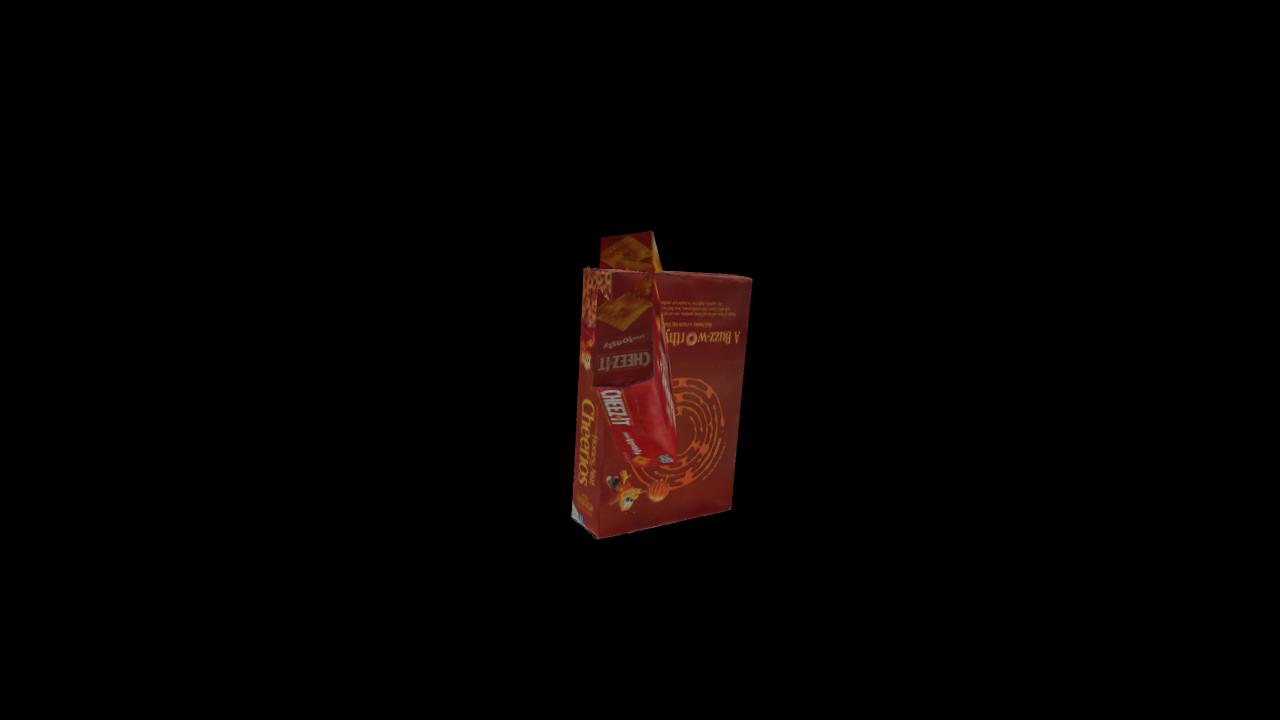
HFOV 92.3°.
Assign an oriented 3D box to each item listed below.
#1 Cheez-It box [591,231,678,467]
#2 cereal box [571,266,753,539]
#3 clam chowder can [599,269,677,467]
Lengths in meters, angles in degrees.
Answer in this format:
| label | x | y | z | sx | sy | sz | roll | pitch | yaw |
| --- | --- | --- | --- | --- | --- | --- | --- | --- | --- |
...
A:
| label | x | y | z | sx | sy | sz | roll | pitch | yaw |
| --- | --- | --- | --- | --- | --- | --- | --- | --- | --- |
| Cheez-It box | 0.000 | -0.012 | 0.702 | 0.071 | 0.223 | 0.166 | -7 | -39 | 9 |
| cereal box | 0.026 | 0.046 | 0.742 | 0.203 | 0.306 | 0.081 | -3 | 12 | -33 |
| clam chowder can | 0.006 | -0.002 | 0.727 | 0.068 | 0.102 | 0.068 | 12 | -19 | 4 |
